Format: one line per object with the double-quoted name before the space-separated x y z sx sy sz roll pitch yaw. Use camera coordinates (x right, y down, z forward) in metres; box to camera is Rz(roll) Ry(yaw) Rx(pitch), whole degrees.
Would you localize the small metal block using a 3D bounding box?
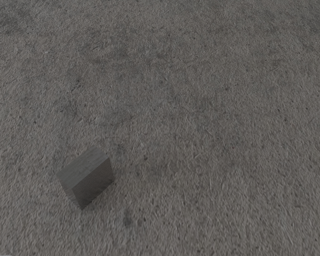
"small metal block" -0.080 0.055 0.341 0.025 0.050 0.050 34 58 25
